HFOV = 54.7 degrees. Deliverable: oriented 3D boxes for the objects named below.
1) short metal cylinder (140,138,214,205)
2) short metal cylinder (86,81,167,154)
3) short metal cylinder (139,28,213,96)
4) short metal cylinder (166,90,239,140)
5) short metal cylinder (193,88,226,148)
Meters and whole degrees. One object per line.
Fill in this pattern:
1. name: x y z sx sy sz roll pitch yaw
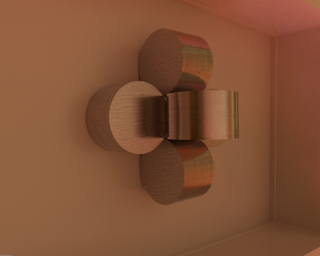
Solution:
1. short metal cylinder: 0.020 0.051 0.385 0.050 0.080 0.079 -3 92 -41
2. short metal cylinder: -0.037 -0.012 0.357 0.081 0.050 0.080 0 90 -40
3. short metal cylinder: 0.018 -0.078 0.383 0.050 0.080 0.079 -3 92 -41
4. short metal cylinder: 0.048 -0.014 0.351 0.081 0.080 0.050 -2 91 -40
5. short metal cylinder: 0.057 -0.013 0.435 0.081 0.050 0.080 0 90 -40
